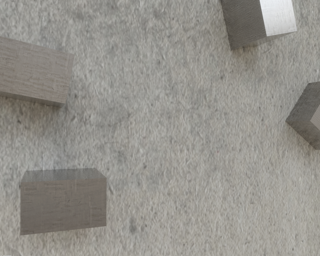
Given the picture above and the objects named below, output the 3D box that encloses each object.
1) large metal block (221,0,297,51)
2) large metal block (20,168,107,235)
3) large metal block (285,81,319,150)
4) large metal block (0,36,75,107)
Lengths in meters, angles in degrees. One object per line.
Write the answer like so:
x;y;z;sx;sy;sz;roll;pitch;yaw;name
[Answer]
0.134;-0.160;0.431;0.050;0.080;0.080;-15;95;-20;large metal block
-0.107;0.076;0.341;0.081;0.080;0.050;0;90;-20;large metal block
0.264;-0.019;0.495;0.080;0.050;0.080;39;78;-16;large metal block
-0.140;-0.056;0.328;0.081;0.080;0.050;11;87;-20;large metal block
